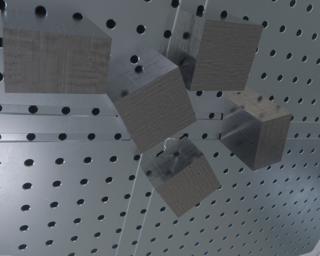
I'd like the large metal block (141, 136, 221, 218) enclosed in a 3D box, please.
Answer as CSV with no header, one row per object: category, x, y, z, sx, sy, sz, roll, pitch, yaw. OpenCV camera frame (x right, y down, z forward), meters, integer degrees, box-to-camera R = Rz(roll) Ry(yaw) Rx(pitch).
large metal block,0.033,0.073,0.457,0.080,0.050,0.080,-36,129,-4

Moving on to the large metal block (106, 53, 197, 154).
large metal block,-0.012,-0.029,0.370,0.080,0.050,0.080,-31,129,-9

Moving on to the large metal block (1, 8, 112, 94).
large metal block,-0.097,-0.070,0.279,0.081,0.080,0.050,-2,120,-27

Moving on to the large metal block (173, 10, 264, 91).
large metal block,0.066,-0.091,0.374,0.081,0.050,0.079,-4,120,-27

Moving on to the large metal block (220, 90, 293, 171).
large metal block,0.135,0.001,0.449,0.050,0.080,0.080,-14,124,-20
